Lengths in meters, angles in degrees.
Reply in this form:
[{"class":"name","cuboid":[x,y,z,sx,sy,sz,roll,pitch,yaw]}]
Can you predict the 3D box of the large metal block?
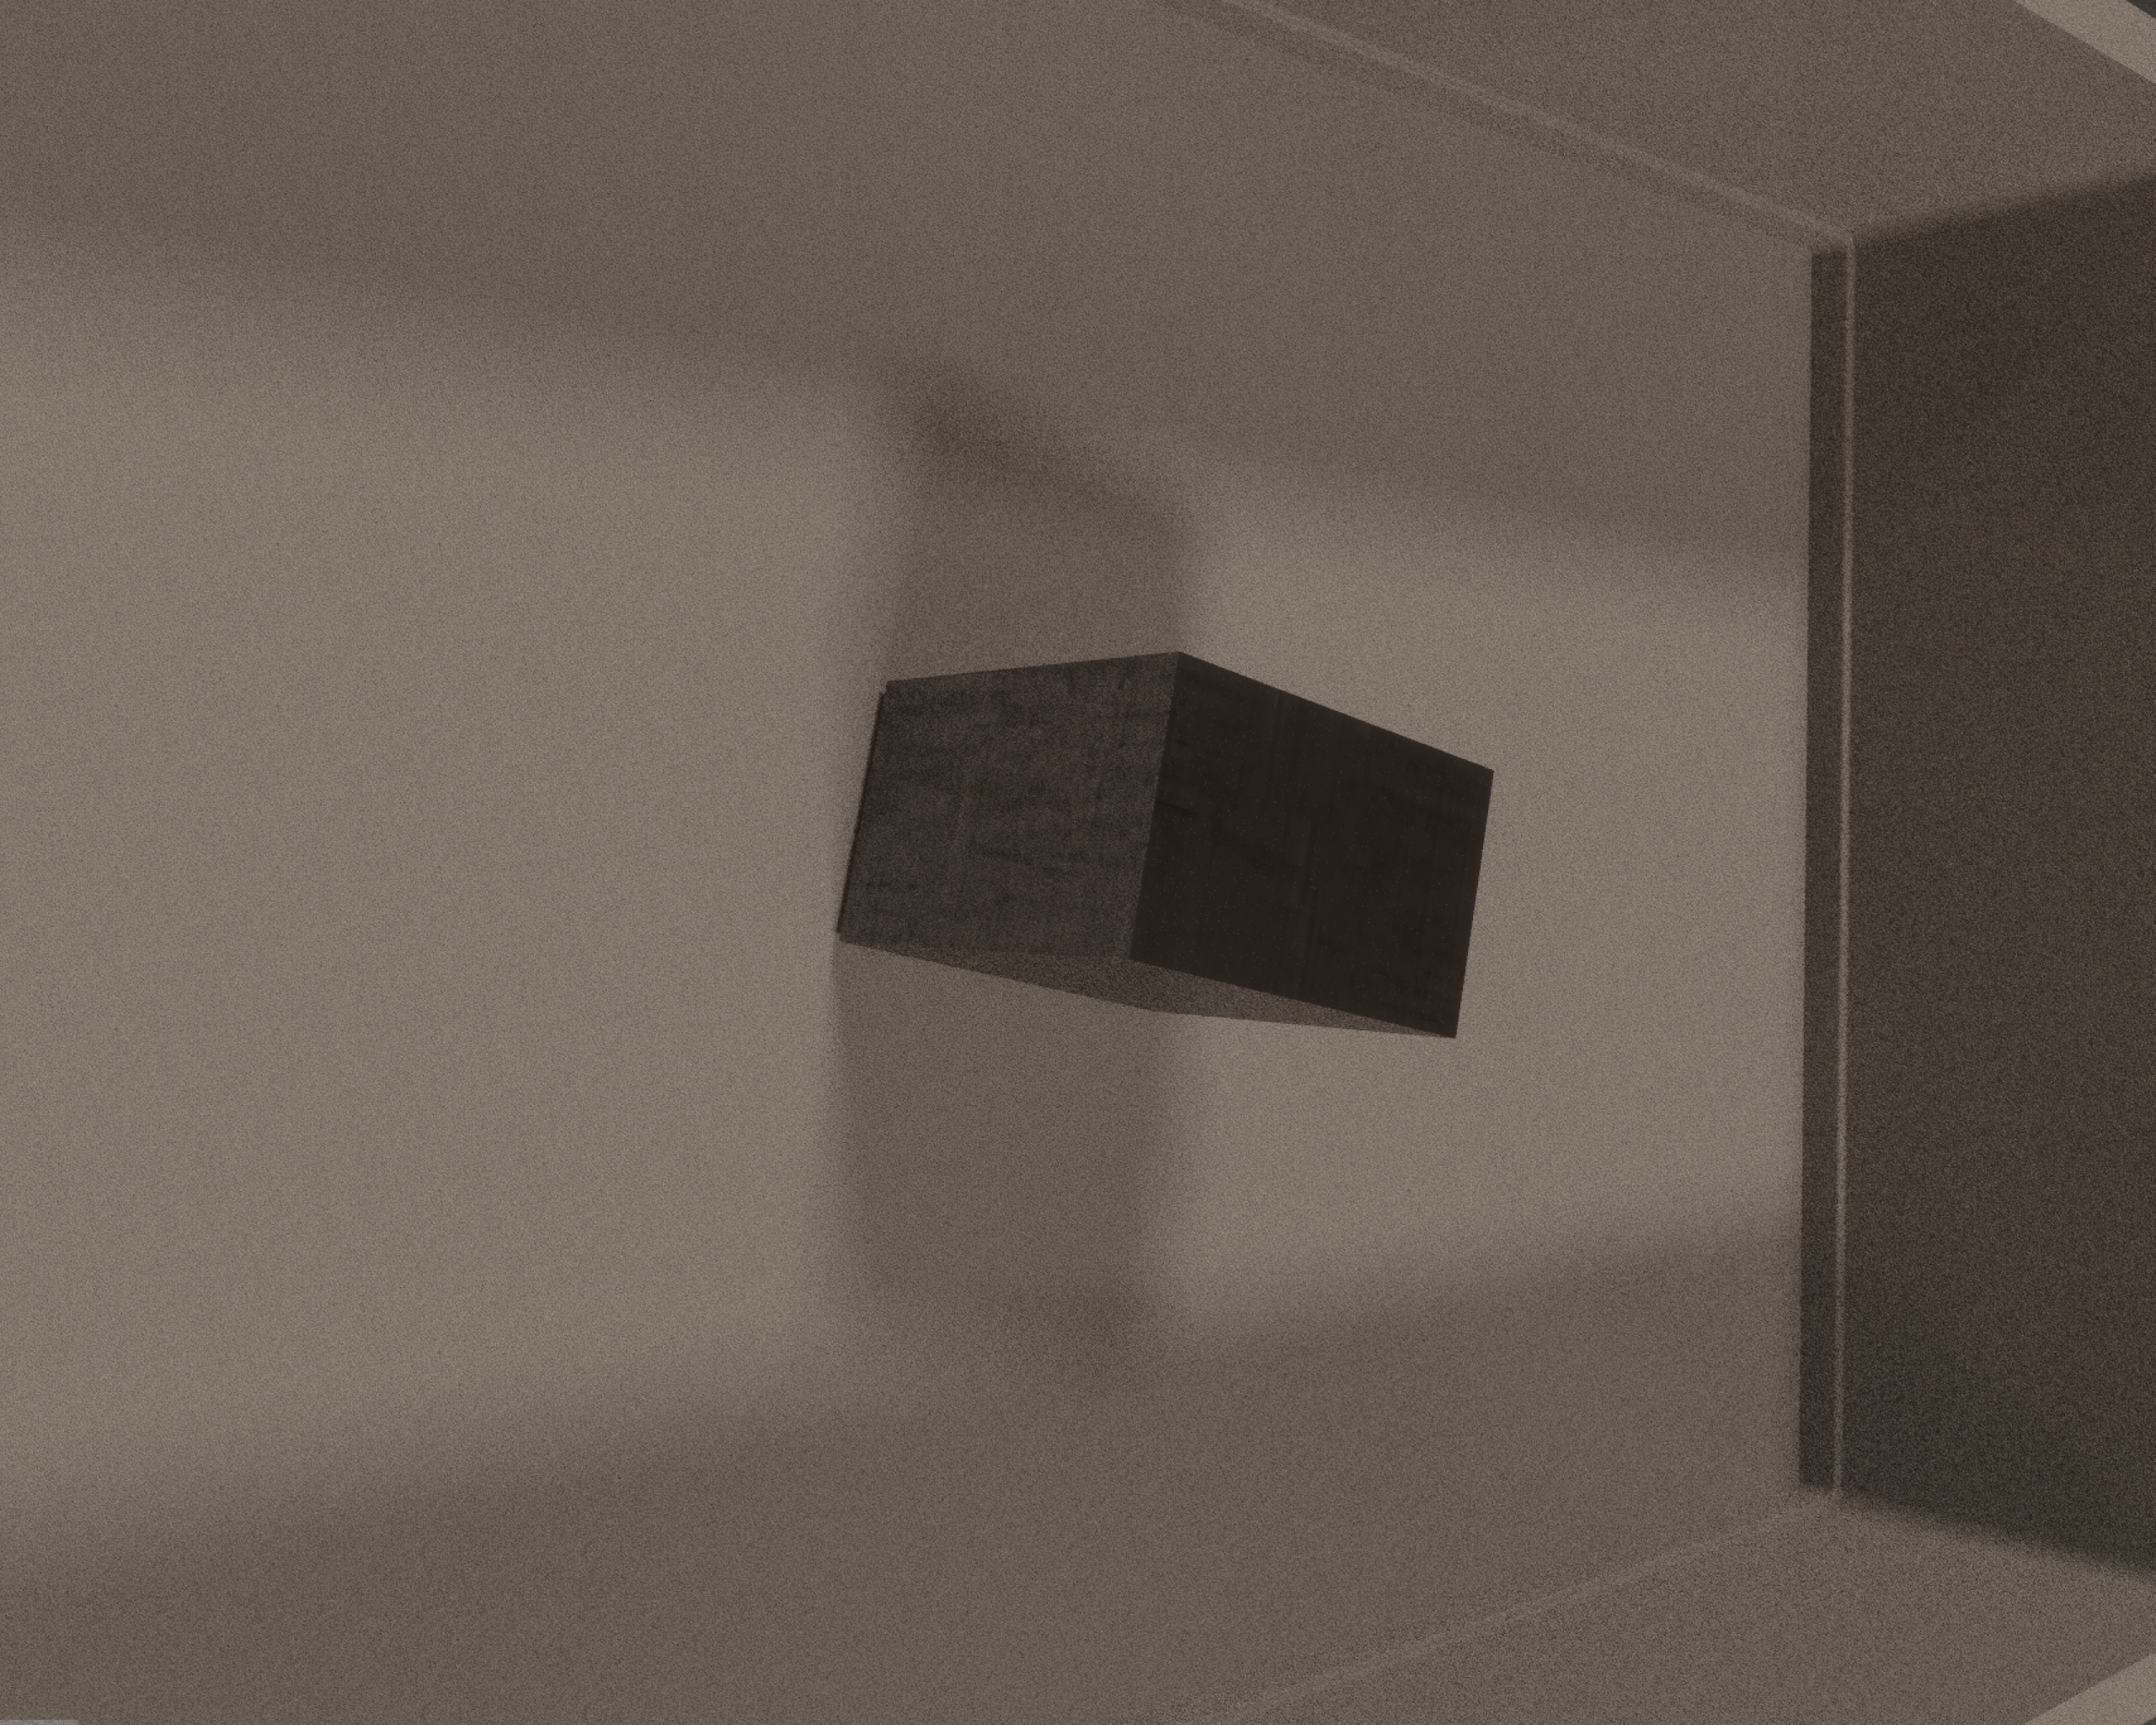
[{"class":"large metal block","cuboid":[0.016,-0.001,0.383,0.081,0.080,0.050,16,80,-39]}]
